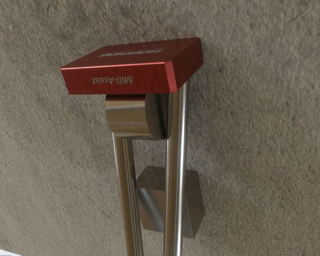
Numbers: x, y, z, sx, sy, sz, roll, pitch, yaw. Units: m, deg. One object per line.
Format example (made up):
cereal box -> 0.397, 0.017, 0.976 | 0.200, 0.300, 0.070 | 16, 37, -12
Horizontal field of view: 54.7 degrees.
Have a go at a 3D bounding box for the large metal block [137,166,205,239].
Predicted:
large metal block -> 0.014, 0.105, 0.446 | 0.080, 0.050, 0.079 | 2, 119, 27

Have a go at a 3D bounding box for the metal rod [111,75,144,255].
metal rod -> -0.045, 0.064, 0.411 | 0.025, 0.025, 0.298 | 2, 104, 27

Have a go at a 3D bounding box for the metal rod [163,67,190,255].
metal rod -> 0.019, 0.068, 0.379 | 0.025, 0.025, 0.298 | 8, 107, 23

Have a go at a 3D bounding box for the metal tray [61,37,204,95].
metal tray -> -0.028, -0.068, 0.338 | 0.130, 0.090, 0.030 | 2, 120, 26

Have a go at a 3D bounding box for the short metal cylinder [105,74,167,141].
short metal cylinder -> -0.020, -0.026, 0.367 | 0.050, 0.080, 0.079 | 2, 119, 26
